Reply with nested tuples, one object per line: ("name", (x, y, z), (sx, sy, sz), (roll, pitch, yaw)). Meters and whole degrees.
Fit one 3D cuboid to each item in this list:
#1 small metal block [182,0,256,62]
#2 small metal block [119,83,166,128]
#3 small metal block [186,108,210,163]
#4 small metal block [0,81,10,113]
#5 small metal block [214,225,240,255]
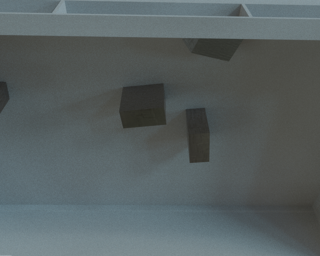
("small metal block", (0.059, -0.100, 0.315), (0.050, 0.025, 0.050), (4, 133, -30))
("small metal block", (-0.019, -0.027, 0.369), (0.050, 0.050, 0.025), (-5, 130, 4))
("small metal block", (0.049, 0.009, 0.402), (0.025, 0.050, 0.050), (-4, 130, 3))
("small metal block", (-0.213, -0.033, 0.362), (0.050, 0.050, 0.025), (6, 130, -6))
("small metal block", (0.125, 0.219, 0.584), (0.025, 0.050, 0.050), (8, 130, -7))
